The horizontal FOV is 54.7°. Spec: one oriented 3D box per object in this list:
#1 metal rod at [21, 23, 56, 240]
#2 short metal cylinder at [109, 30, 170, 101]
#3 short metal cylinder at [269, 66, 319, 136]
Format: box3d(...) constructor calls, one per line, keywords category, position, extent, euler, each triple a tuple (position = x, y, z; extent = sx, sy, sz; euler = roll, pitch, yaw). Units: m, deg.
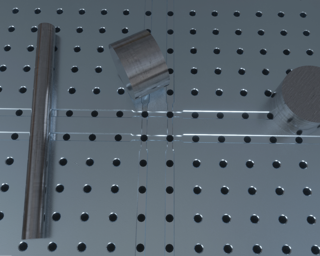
box3d(category="metal rod", position=(-0.159, -0.010, 0.414), extent=(0.025, 0.025, 0.299), euler=(-4, 70, -1))
box3d(category="short metal cylinder", position=(-0.028, -0.083, 0.413), extent=(0.050, 0.080, 0.080), euler=(-26, 72, -9))
box3d(category="short metal cylinder", position=(0.194, -0.035, 0.412), extent=(0.081, 0.050, 0.080), euler=(0, 70, 0))
